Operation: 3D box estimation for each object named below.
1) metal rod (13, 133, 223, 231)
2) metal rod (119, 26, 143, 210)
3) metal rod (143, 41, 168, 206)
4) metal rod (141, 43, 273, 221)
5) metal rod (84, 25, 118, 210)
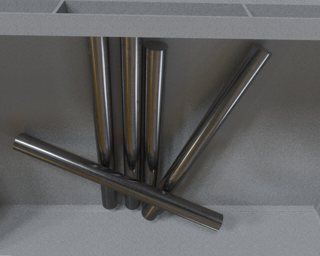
[{"bbox_3d":[-0.055,0.076,0.430,0.301,0.025,0.025,23,127,-3],"label":"metal rod"},{"bbox_3d":[-0.038,0.012,0.419,0.025,0.025,0.298,2,130,-2],"label":"metal rod"},{"bbox_3d":[-0.010,0.025,0.430,0.025,0.025,0.298,2,130,-2],"label":"metal rod"},{"bbox_3d":[0.047,0.025,0.413,0.025,0.025,0.298,20,122,-17],"label":"metal rod"},{"bbox_3d":[-0.074,0.011,0.417,0.025,0.025,0.298,2,130,-2],"label":"metal rod"}]
